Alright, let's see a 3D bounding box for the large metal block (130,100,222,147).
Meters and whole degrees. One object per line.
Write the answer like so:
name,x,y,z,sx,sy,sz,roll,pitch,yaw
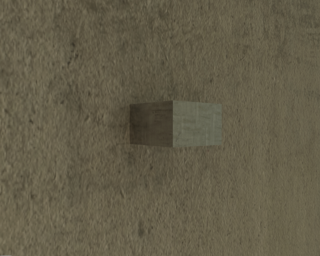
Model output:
large metal block,0.019,-0.005,0.384,0.081,0.080,0.050,0,90,-40
